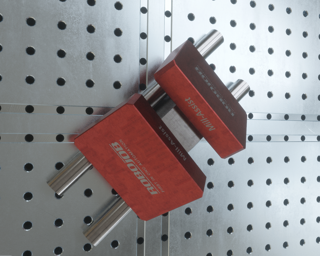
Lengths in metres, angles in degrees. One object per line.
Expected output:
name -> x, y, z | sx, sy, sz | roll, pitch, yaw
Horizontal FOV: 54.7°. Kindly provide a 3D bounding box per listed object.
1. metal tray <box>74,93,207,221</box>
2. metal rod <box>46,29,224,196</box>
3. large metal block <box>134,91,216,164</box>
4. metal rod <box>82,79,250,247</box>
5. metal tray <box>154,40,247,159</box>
metal tray -> -0.021, 0.037, 0.348 | 0.090, 0.030, 0.130 | -31, 105, 27
metal rod -> -0.022, -0.029, 0.406 | 0.301, 0.025, 0.025 | -44, 104, -15
large metal block -> 0.014, -0.002, 0.389 | 0.080, 0.080, 0.050 | -44, 104, -15
metal rod -> 0.018, 0.037, 0.421 | 0.301, 0.025, 0.025 | -44, 104, -15
metal tray -> 0.055, -0.037, 0.376 | 0.130, 0.030, 0.090 | 49, 31, -14
